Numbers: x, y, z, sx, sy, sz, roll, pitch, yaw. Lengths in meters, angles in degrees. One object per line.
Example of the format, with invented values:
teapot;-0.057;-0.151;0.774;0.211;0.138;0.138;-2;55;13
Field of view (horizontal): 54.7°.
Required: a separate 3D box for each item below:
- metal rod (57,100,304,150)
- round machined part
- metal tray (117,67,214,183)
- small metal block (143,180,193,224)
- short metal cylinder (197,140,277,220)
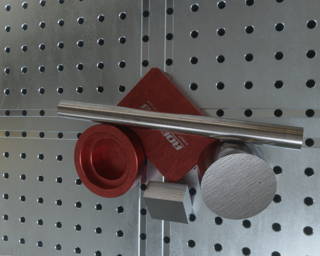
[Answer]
metal rod;0.008;-0.007;0.375;0.301;0.025;0.025;8;93;19
round machined part;-0.064;0.041;0.420;0.098;0.042;0.097;3;97;24
metal tray;0.009;-0.004;0.407;0.090;0.030;0.130;-45;77;14
small metal block;0.011;0.094;0.393;0.050;0.025;0.050;3;134;19
short metal cylinder;0.084;0.056;0.353;0.081;0.050;0.079;0;108;2
